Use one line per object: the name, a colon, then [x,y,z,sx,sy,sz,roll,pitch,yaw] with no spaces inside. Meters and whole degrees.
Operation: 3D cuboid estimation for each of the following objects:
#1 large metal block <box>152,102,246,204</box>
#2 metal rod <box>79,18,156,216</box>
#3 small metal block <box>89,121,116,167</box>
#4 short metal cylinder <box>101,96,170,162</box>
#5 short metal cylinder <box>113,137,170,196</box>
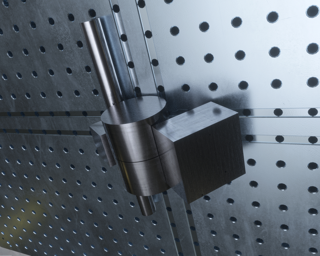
large metal block: [0.046,0.026,0.353,0.050,0.081,0.080,35,143,57]
metal rod: [-0.052,0.002,0.434,0.025,0.025,0.298,0,119,28]
small metal block: [-0.075,0.021,0.444,0.050,0.025,0.050,29,138,56]
short metal cylinder: [-0.027,-0.001,0.384,0.080,0.080,0.050,1,119,28]
short metal cylinder: [-0.015,0.043,0.405,0.080,0.080,0.050,1,119,28]
